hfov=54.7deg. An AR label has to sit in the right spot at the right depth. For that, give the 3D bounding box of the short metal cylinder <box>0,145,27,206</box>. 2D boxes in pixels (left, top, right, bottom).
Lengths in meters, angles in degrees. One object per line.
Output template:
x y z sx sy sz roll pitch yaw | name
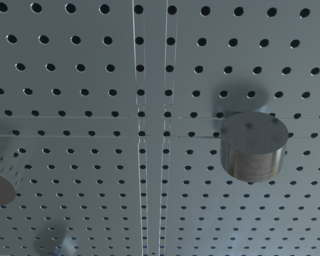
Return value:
-0.243 0.069 0.450 0.081 0.050 0.079 0 130 0 | short metal cylinder

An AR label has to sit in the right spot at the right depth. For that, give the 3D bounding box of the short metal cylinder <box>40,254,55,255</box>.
-0.233 0.309 0.635 0.080 0.080 0.050 -13 129 10 | short metal cylinder

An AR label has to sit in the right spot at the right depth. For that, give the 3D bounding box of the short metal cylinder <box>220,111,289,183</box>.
0.118 0.023 0.397 0.080 0.080 0.050 -5 130 4 | short metal cylinder
